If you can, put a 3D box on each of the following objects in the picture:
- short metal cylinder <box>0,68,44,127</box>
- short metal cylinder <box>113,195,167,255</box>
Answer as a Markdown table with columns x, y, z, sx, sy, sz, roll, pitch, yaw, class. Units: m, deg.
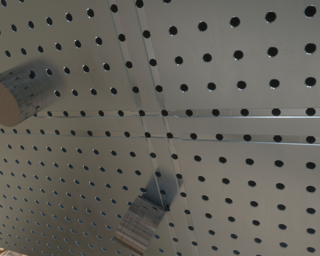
| x | y | z | sx | sy | sz | roll | pitch | yaw | class |
| --- | --- | --- | --- | --- | --- | --- | --- | --- | --- |
| -0.231 | -0.048 | 0.484 | 0.080 | 0.050 | 0.079 | 13 | 124 | 20 | short metal cylinder |
| -0.029 | 0.153 | 0.484 | 0.050 | 0.080 | 0.079 | 27 | 128 | 11 | short metal cylinder |
